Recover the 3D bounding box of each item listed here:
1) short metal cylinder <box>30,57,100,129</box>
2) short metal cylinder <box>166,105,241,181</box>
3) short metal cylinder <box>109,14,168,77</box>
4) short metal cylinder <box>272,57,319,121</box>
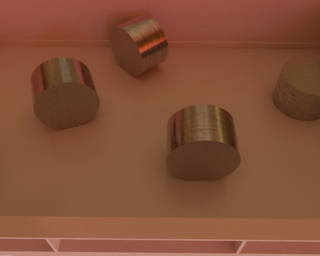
[{"bbox_3d":[-0.124,-0.045,0.405,0.081,0.080,0.050,-15,52,-13],"label":"short metal cylinder"},{"bbox_3d":[0.048,0.019,0.354,0.081,0.080,0.050,1,50,0],"label":"short metal cylinder"},{"bbox_3d":[-0.033,-0.126,0.475,0.050,0.080,0.080,-35,59,-26],"label":"short metal cylinder"},{"bbox_3d":[0.207,-0.056,0.439,0.081,0.050,0.080,0,50,0],"label":"short metal cylinder"}]
